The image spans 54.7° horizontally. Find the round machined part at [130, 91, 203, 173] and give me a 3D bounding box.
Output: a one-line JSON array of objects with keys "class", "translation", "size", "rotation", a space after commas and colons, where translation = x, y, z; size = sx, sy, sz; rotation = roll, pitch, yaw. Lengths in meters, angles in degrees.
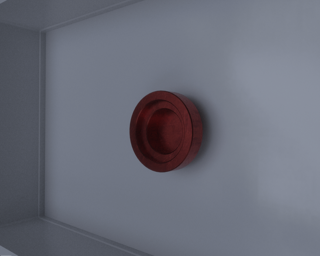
[{"class": "round machined part", "translation": [0.012, 0.004, 0.385], "size": [0.098, 0.042, 0.097], "rotation": [0, 90, 39]}]
